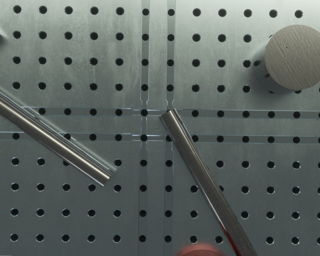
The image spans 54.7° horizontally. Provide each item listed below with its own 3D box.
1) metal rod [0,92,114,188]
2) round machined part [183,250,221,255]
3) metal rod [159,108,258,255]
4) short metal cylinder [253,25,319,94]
[{"bbox_3d":[-0.192,-0.018,0.411,0.301,0.025,0.025,35,90,0],"label":"metal rod"},{"bbox_3d":[0.058,0.217,0.405,0.099,0.042,0.097,0,90,0],"label":"round machined part"},{"bbox_3d":[0.083,0.110,0.413,0.025,0.025,0.299,-29,90,0],"label":"metal rod"},{"bbox_3d":[0.168,-0.086,0.402,0.081,0.050,0.080,0,90,0],"label":"short metal cylinder"}]
